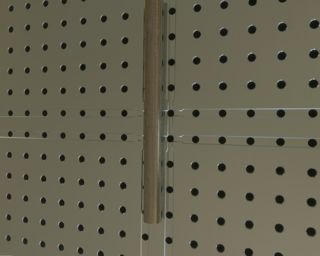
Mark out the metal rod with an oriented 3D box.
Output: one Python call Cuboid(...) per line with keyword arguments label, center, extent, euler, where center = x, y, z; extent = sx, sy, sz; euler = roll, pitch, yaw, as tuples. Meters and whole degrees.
Cuboid(label="metal rod", center=(-0.009, -0.024, 0.416), extent=(0.025, 0.025, 0.298), euler=(1, 90, 20))
